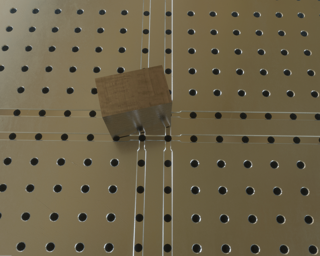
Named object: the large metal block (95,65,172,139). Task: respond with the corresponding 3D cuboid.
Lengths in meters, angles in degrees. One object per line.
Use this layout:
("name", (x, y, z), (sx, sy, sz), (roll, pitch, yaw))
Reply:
("large metal block", (-0.031, -0.030, 0.393), (0.081, 0.080, 0.050), (-13, 71, -5))
